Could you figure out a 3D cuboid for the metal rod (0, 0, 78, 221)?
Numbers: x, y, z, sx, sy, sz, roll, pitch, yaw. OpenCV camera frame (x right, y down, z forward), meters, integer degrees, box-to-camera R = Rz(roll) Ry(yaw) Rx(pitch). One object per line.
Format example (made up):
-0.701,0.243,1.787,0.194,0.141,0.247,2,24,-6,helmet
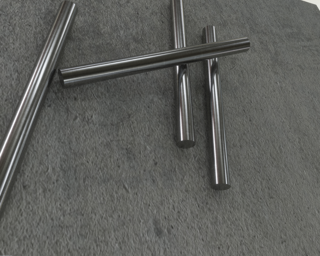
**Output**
-0.141,-0.045,0.355,0.025,0.025,0.300,18,54,-18,metal rod

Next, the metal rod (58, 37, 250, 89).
0.010,-0.099,0.444,0.302,0.025,0.025,-17,71,-26,metal rod

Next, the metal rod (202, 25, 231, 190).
0.084,-0.050,0.481,0.025,0.025,0.300,16,55,-20,metal rod

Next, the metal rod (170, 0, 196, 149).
0.032,-0.107,0.487,0.025,0.025,0.299,13,56,-22,metal rod
